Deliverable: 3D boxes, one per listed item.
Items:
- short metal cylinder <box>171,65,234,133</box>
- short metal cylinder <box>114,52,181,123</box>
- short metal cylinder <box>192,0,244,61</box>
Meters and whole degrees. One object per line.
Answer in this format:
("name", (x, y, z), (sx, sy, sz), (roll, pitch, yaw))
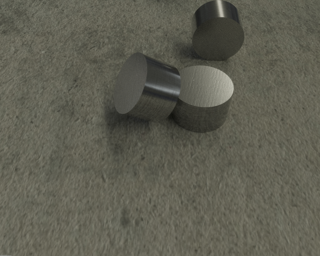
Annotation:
("short metal cylinder", (0.055, -0.040, 0.421), (0.081, 0.050, 0.080), (0, 50, 0))
("short metal cylinder", (-0.018, -0.051, 0.401), (0.050, 0.080, 0.080), (15, 42, -34))
("short metal cylinder", (0.092, -0.156, 0.500), (0.081, 0.080, 0.050), (2, 50, 1))
